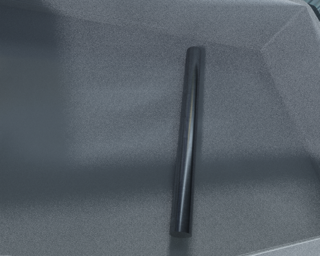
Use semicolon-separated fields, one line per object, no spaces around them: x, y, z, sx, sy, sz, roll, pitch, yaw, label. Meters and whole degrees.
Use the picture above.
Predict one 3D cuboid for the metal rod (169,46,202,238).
0.040;-0.003;0.430;0.025;0.025;0.300;20;54;-17;metal rod
